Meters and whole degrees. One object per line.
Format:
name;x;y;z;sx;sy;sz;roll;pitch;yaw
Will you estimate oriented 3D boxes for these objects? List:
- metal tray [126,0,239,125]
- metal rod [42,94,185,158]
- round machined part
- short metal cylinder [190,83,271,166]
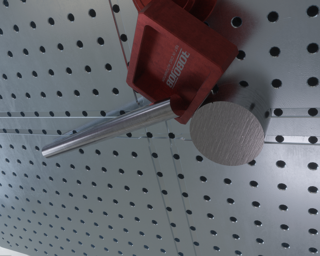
metal tray;0.014;-0.062;0.325;0.090;0.030;0.129;36;156;3
metal rod;-0.087;0.008;0.439;0.299;0.025;0.025;-17;110;42
round machined part;0.011;-0.143;0.306;0.098;0.042;0.097;13;124;21
short metal cylinder;0.080;-0.004;0.350;0.080;0.050;0.079;13;124;21
